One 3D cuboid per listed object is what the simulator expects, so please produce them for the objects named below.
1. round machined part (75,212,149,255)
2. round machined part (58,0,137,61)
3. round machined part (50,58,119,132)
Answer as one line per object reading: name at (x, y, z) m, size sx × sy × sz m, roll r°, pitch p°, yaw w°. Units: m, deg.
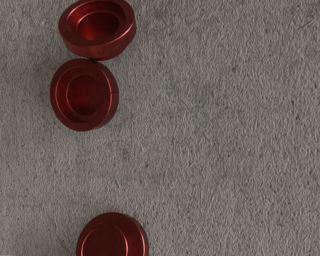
round machined part at (-0.067, 0.161, 0.408) m, size 0.098 × 0.042 × 0.098 m, roll -5°, pitch 69°, yaw 14°
round machined part at (-0.080, -0.128, 0.412) m, size 0.099 × 0.042 × 0.098 m, roll -2°, pitch 59°, yaw 3°
round machined part at (-0.100, -0.046, 0.431) m, size 0.098 × 0.042 × 0.097 m, roll 3°, pitch 98°, yaw 21°
